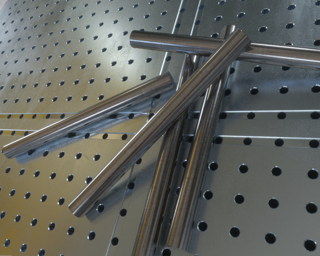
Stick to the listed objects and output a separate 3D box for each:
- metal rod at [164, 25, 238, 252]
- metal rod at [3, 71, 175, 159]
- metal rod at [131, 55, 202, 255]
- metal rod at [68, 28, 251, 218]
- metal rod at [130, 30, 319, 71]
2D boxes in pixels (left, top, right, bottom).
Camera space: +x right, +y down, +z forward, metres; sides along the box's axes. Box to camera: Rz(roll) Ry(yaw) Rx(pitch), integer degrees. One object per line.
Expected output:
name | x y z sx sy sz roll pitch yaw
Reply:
metal rod | 0.058 -0.006 0.381 0.025 0.025 0.300 4 63 30
metal rod | -0.118 -0.015 0.480 0.300 0.025 0.025 -22 54 15
metal rod | 0.015 0.017 0.390 0.025 0.025 0.300 1 62 29
metal rod | -0.006 0.000 0.382 0.300 0.025 0.025 -46 51 8
metal rod | 0.097 -0.097 0.388 0.300 0.025 0.025 13 68 24
